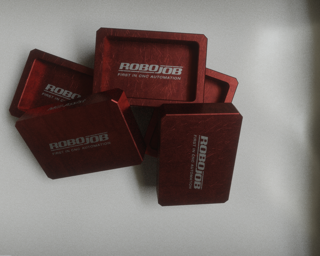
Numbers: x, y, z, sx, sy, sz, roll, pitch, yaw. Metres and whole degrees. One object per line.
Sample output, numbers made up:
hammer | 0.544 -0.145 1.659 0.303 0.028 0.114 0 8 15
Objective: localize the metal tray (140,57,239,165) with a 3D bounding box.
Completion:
metal tray | 0.037 -0.016 0.408 0.090 0.030 0.129 19 90 -1

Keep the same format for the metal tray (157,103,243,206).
metal tray | 0.043 0.034 0.376 0.091 0.030 0.129 -1 119 -6

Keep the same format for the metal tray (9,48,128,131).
metal tray | -0.115 -0.038 0.404 0.131 0.030 0.090 20 90 -1

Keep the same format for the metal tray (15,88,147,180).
metal tray | -0.092 0.011 0.372 0.130 0.030 0.090 -12 120 15

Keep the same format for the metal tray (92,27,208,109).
metal tray | -0.012 -0.069 0.377 0.131 0.030 0.089 4 90 -1
